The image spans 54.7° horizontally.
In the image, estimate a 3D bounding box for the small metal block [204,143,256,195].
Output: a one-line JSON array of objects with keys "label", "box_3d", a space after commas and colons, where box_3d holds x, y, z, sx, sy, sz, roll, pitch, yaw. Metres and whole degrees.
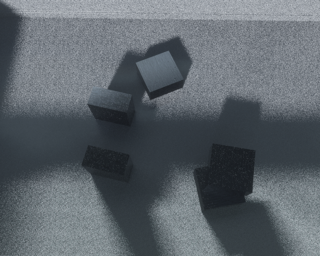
[{"label": "small metal block", "box_3d": [0.082, 0.049, 0.366, 0.050, 0.025, 0.050, 9, 70, 3]}]

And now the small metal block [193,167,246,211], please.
[{"label": "small metal block", "box_3d": [0.072, 0.073, 0.383, 0.050, 0.025, 0.050, -9, 70, -4]}]

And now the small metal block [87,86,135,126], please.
[{"label": "small metal block", "box_3d": [-0.062, -0.027, 0.406, 0.050, 0.050, 0.025, 13, 71, 4]}]

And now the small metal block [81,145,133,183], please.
[{"label": "small metal block", "box_3d": [-0.062, 0.045, 0.379, 0.050, 0.050, 0.025, 13, 71, 4]}]

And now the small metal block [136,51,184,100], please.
[{"label": "small metal block", "box_3d": [-0.001, -0.074, 0.437, 0.050, 0.025, 0.050, -22, 72, -8]}]
